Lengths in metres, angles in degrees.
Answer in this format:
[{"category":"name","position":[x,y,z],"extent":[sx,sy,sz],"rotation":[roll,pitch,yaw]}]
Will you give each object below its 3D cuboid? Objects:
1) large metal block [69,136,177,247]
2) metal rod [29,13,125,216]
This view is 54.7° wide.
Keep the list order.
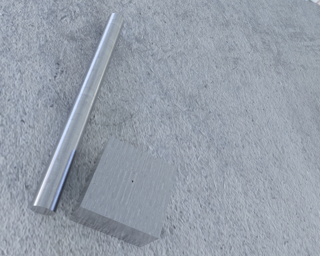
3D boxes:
[{"category":"large metal block","position":[-0.036,0.068,0.327],"extent":[0.080,0.050,0.080],"rotation":[27,53,-12]},{"category":"metal rod","position":[-0.089,-0.042,0.381],"extent":[0.025,0.025,0.300],"rotation":[22,54,-15]}]
